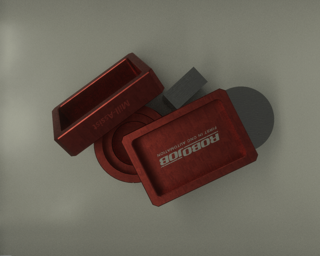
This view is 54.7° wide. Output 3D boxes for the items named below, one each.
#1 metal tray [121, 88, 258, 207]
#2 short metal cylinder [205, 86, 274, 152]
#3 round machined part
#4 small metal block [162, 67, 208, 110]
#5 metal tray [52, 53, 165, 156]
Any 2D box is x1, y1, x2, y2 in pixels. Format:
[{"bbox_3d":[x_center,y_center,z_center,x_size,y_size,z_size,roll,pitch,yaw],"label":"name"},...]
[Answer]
[{"bbox_3d":[0.033,0.022,0.360,0.130,0.030,0.090,-26,90,4],"label":"metal tray"},{"bbox_3d":[0.098,-0.011,0.398,0.081,0.050,0.079,0,90,-1],"label":"short metal cylinder"},{"bbox_3d":[-0.032,0.019,0.402,0.099,0.042,0.097,0,90,-1],"label":"round machined part"},{"bbox_3d":[0.030,-0.048,0.397,0.050,0.050,0.025,-43,90,-2],"label":"small metal block"},{"bbox_3d":[-0.067,-0.033,0.375,0.130,0.090,0.030,-36,122,-1],"label":"metal tray"}]
